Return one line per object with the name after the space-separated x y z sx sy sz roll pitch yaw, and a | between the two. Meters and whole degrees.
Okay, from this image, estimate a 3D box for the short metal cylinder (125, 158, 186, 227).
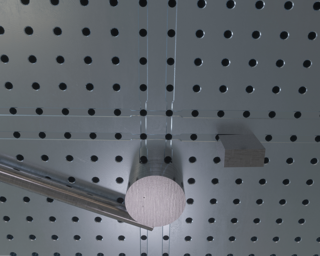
-0.006 0.089 0.433 0.081 0.050 0.079 0 110 0 | short metal cylinder

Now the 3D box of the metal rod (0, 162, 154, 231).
-0.149 0.090 0.445 0.302 0.025 0.025 21 109 -8 | metal rod

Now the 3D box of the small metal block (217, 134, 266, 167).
0.106 0.029 0.412 0.050 0.050 0.025 -1 110 0 | small metal block
